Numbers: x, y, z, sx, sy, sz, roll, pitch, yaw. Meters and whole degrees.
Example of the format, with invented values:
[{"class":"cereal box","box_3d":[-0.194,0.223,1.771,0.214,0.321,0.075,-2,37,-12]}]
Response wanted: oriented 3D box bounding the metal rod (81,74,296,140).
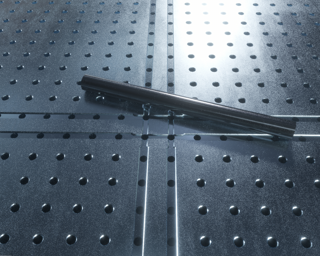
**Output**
[{"class":"metal rod","box_3d":[0.031,-0.033,0.435,0.301,0.025,0.025,14,52,11]}]
